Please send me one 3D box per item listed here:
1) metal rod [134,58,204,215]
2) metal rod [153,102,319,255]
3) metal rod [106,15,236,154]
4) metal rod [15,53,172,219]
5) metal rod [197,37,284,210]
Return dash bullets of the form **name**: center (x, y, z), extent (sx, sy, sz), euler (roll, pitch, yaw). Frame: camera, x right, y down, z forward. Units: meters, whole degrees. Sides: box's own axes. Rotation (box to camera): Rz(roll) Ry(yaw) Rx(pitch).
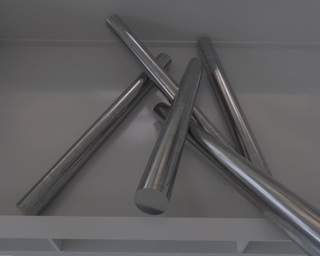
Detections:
- **metal rod**: center (0.024, -0.022, 0.343), extent (0.025, 0.025, 0.301), euler (10, 31, 8)
- **metal rod**: center (0.050, 0.022, 0.293), extent (0.025, 0.025, 0.300), euler (-17, 23, -14)
- **metal rod**: center (0.008, -0.061, 0.430), extent (0.025, 0.025, 0.300), euler (-27, 63, -21)
- **metal rod**: center (-0.068, -0.010, 0.412), extent (0.025, 0.025, 0.301), euler (24, 54, 19)
- **metal rod**: center (0.098, -0.030, 0.430), extent (0.025, 0.025, 0.300), euler (-7, 50, -6)
